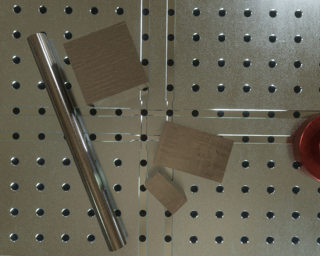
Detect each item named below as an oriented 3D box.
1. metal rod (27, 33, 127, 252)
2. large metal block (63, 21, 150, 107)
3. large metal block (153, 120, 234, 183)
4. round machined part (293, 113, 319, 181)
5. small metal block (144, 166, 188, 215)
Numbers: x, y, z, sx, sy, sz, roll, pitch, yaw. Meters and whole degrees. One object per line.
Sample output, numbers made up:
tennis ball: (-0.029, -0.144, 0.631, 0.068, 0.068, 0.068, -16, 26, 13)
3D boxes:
metal rod: (-0.110, 0.019, 0.412, 0.025, 0.025, 0.299, -21, 90, 0)
large metal block: (-0.066, -0.079, 0.400, 0.080, 0.050, 0.080, -21, 90, 0)
large metal block: (0.037, 0.026, 0.386, 0.080, 0.080, 0.050, 16, 90, 0)
round machined part: (0.233, 0.026, 0.407, 0.099, 0.042, 0.097, 0, 90, 0)
small metal block: (0.007, 0.079, 0.401, 0.050, 0.050, 0.025, 45, 90, 0)
